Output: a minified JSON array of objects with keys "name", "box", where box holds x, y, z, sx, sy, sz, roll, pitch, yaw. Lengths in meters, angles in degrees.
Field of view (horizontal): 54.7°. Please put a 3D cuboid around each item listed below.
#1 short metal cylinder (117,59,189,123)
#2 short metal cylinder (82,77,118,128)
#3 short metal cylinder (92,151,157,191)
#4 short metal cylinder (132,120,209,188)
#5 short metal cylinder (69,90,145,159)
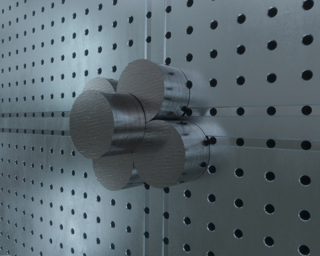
[{"name":"short metal cylinder","box":[-0.010,-0.045,0.398,0.080,0.050,0.079,0,90,39]},{"name":"short metal cylinder","box":[-0.071,-0.031,0.449,0.080,0.050,0.079,0,90,39]},{"name":"short metal cylinder","box":[-0.048,0.043,0.430,0.080,0.050,0.079,0,90,39]},{"name":"short metal cylinder","box":[0.013,0.030,0.380,0.080,0.050,0.079,0,90,39]},{"name":"short metal cylinder","box":[-0.065,-0.005,0.377,0.080,0.050,0.079,2,92,39]}]
